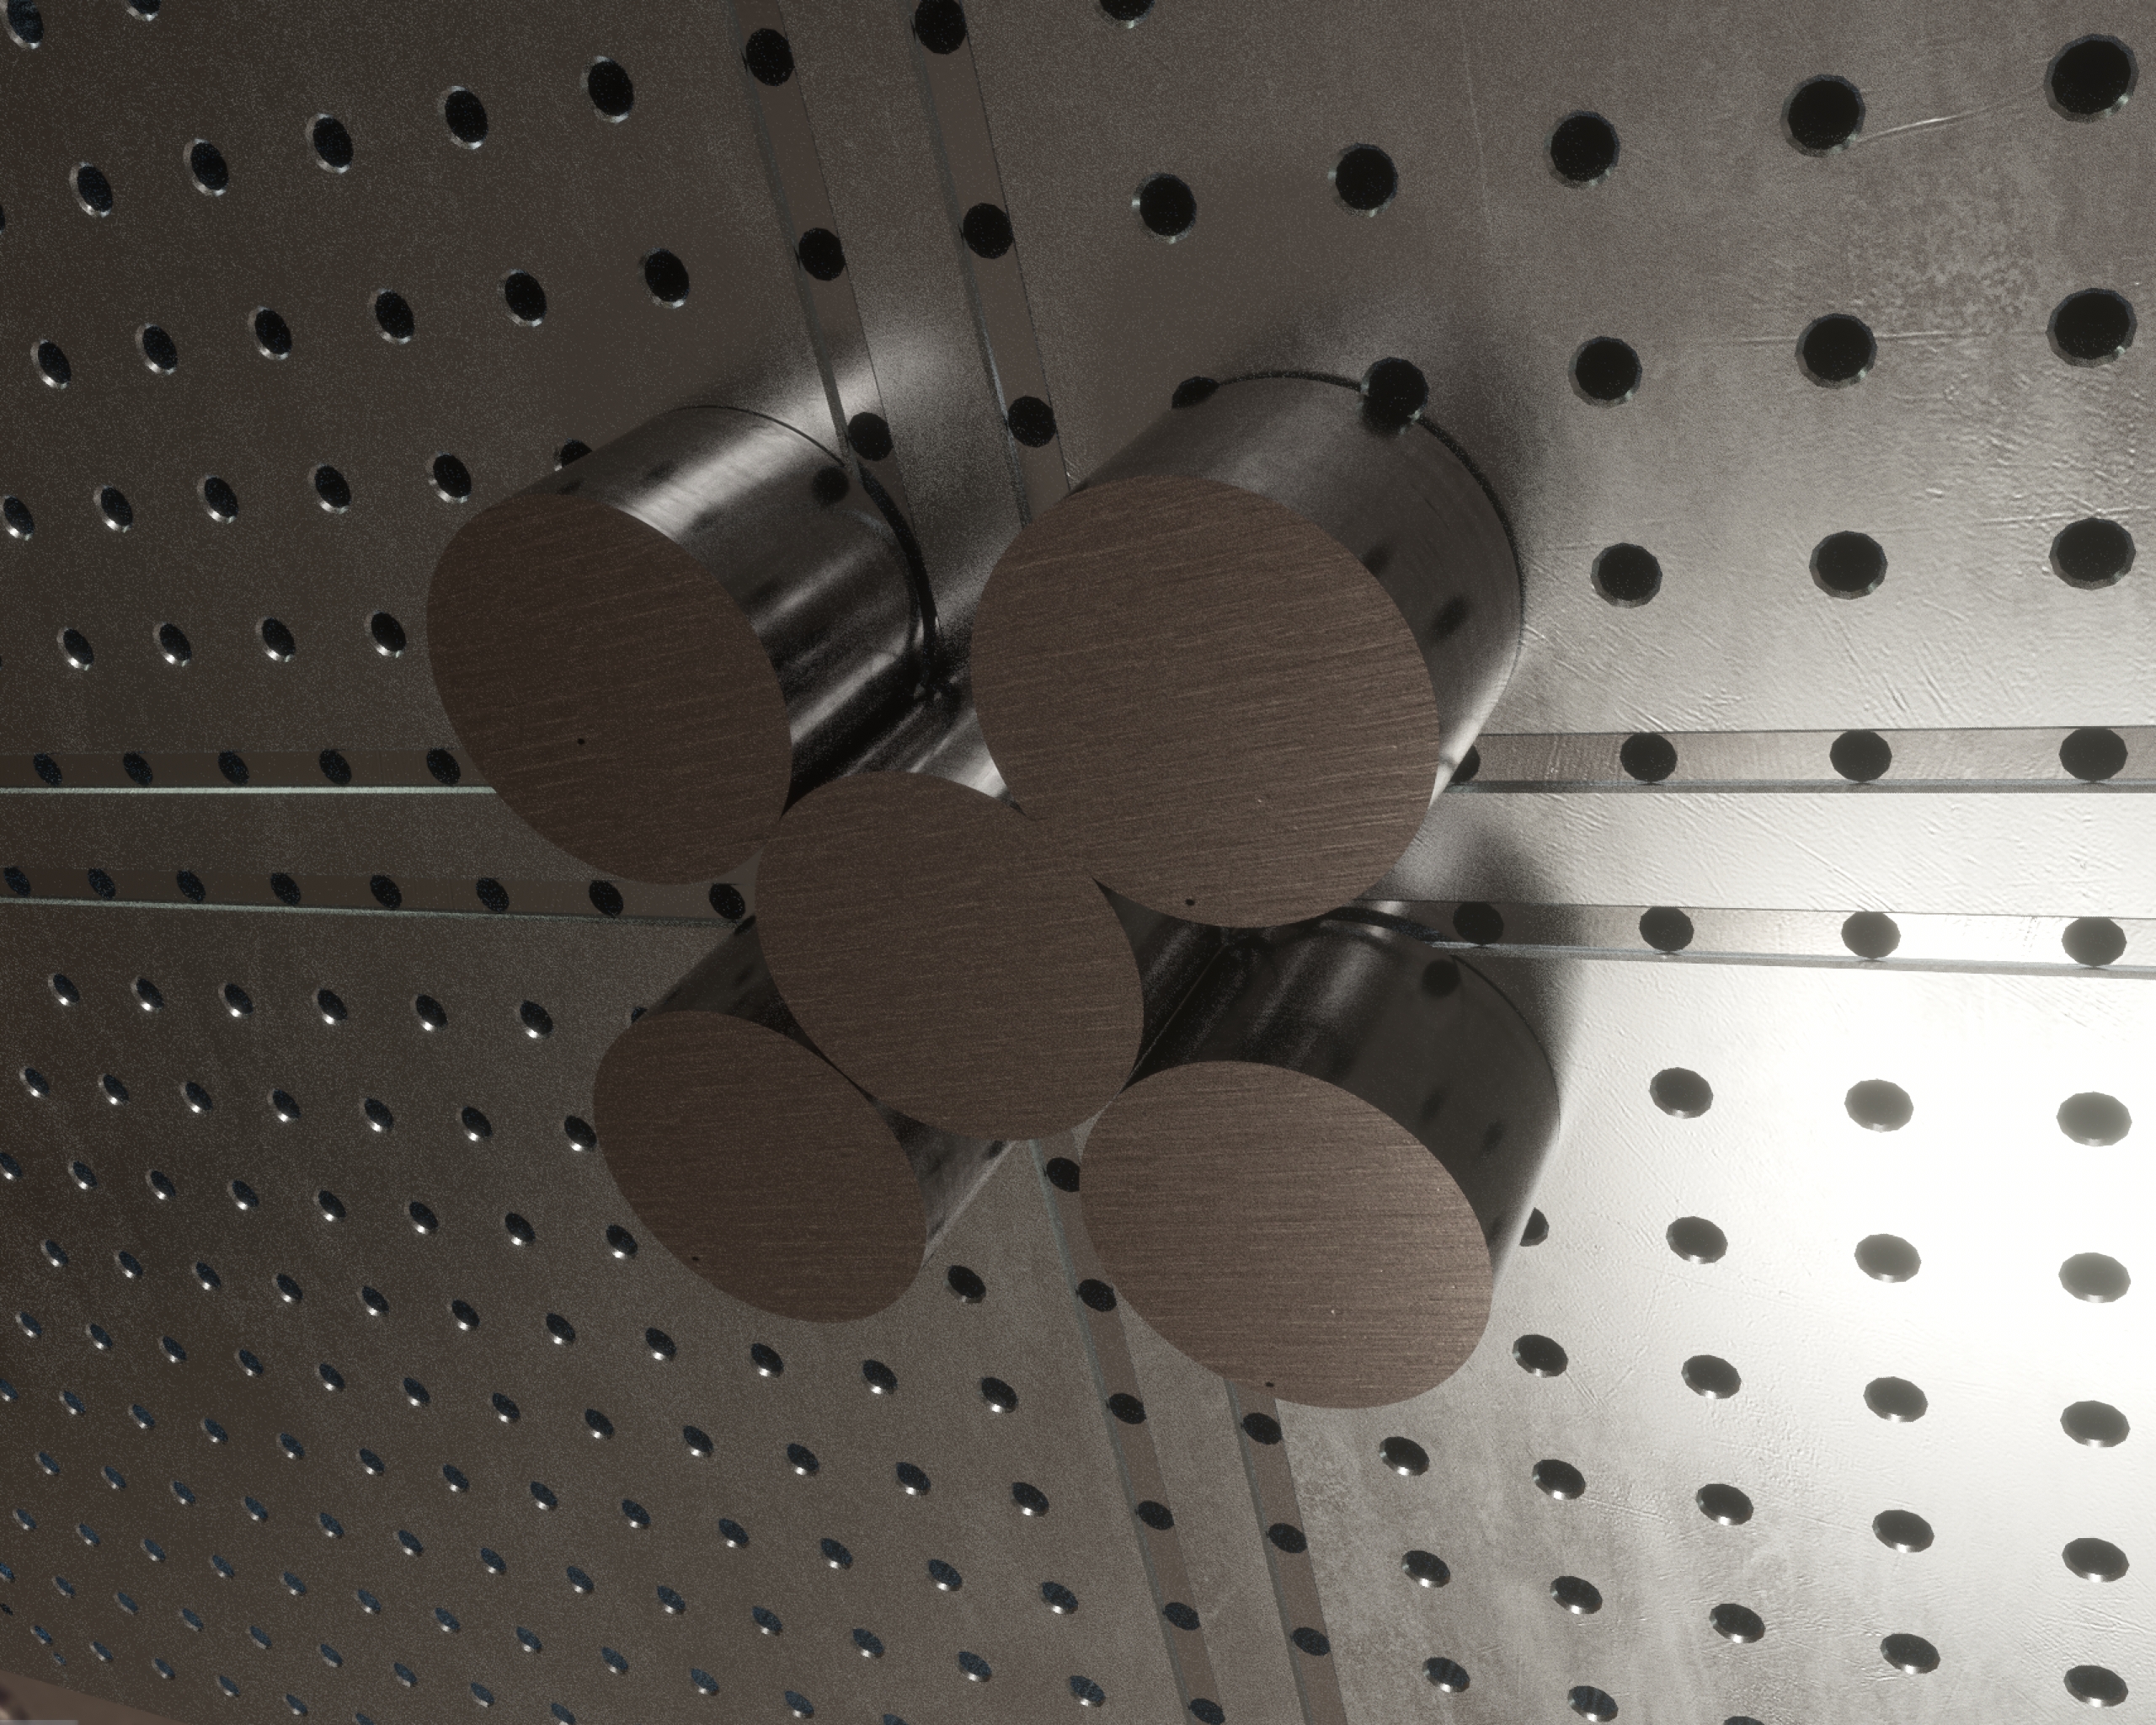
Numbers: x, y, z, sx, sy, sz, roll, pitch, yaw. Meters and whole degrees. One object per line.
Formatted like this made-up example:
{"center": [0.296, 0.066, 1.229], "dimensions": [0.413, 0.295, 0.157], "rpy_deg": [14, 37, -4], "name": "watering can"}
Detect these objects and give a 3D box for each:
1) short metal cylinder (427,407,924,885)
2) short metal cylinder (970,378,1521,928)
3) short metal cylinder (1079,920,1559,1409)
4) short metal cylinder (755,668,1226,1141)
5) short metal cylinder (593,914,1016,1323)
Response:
{"center": [-0.078, -0.042, 0.407], "dimensions": [0.080, 0.050, 0.079], "rpy_deg": [13, 124, 20], "name": "short metal cylinder"}
{"center": [0.029, -0.036, 0.354], "dimensions": [0.080, 0.050, 0.079], "rpy_deg": [13, 124, 20], "name": "short metal cylinder"}
{"center": [0.047, 0.058, 0.404], "dimensions": [0.080, 0.050, 0.079], "rpy_deg": [13, 124, 20], "name": "short metal cylinder"}
{"center": [-0.015, 0.007, 0.405], "dimensions": [0.080, 0.050, 0.079], "rpy_deg": [13, 124, 20], "name": "short metal cylinder"}
{"center": [-0.057, 0.053, 0.455], "dimensions": [0.080, 0.050, 0.079], "rpy_deg": [13, 124, 20], "name": "short metal cylinder"}
